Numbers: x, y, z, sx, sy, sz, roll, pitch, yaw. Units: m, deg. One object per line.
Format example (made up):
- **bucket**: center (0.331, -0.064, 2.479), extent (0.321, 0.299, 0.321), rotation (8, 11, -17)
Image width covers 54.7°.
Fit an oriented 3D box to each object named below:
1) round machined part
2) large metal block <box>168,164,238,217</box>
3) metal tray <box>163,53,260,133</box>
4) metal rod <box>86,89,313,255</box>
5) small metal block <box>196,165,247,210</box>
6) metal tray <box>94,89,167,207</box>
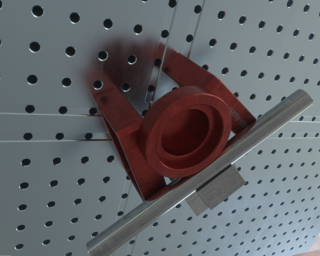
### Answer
- **round machined part**: center (0.023, 0.001, 0.325), extent (0.099, 0.042, 0.097), rotation (-14, 125, -21)
- **large metal block**: center (0.056, 0.063, 0.443), extent (0.080, 0.080, 0.050), rotation (-36, 129, -5)
- **metal tray**: center (0.071, -0.032, 0.389), extent (0.030, 0.090, 0.130), rotation (-49, 129, 7)
- **metal rod**: center (0.049, 0.050, 0.354), extent (0.301, 0.025, 0.025), rotation (-35, 129, -5)
- **small metal block**: center (0.070, 0.069, 0.372), extent (0.050, 0.050, 0.025), rotation (-37, 85, -4)
- **metal tray**: center (-0.031, 0.028, 0.370), extent (0.030, 0.090, 0.129), rotation (-26, 128, -12)
